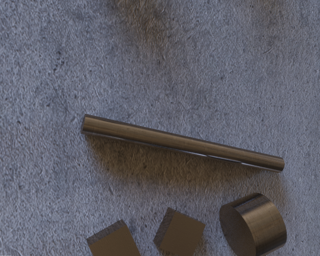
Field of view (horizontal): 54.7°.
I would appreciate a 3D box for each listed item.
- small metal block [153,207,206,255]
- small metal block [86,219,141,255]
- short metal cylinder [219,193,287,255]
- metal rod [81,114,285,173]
[{"bbox_3d":[0.026,0.142,0.420,0.050,0.025,0.050,28,81,-18],"label":"small metal block"},{"bbox_3d":[-0.057,0.152,0.389,0.050,0.025,0.050,-26,99,-19],"label":"small metal block"},{"bbox_3d":[0.126,0.136,0.428,0.050,0.080,0.080,-16,96,-20],"label":"short metal cylinder"},{"bbox_3d":[0.045,0.026,0.426,0.302,0.025,0.025,13,86,-20],"label":"metal rod"}]
